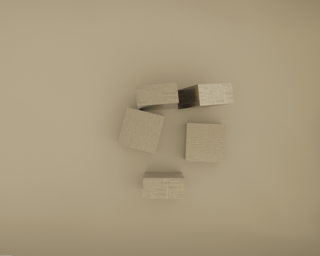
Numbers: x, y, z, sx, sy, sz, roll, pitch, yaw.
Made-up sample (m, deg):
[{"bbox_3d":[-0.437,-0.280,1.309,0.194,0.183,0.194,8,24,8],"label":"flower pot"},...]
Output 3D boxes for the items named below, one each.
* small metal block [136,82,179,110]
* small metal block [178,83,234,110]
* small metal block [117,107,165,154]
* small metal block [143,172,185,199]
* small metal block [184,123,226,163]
[{"bbox_3d":[-0.003,-0.039,0.398,0.050,0.050,0.025,-5,86,0],"label":"small metal block"},{"bbox_3d":[0.056,-0.039,0.391,0.050,0.050,0.025,-6,91,-27],"label":"small metal block"},{"bbox_3d":[-0.024,0.003,0.411,0.050,0.025,0.050,14,90,0],"label":"small metal block"},{"bbox_3d":[0.005,0.073,0.399,0.050,0.050,0.025,1,90,0],"label":"small metal block"},{"bbox_3d":[0.059,0.019,0.412,0.050,0.025,0.050,2,90,0],"label":"small metal block"}]
